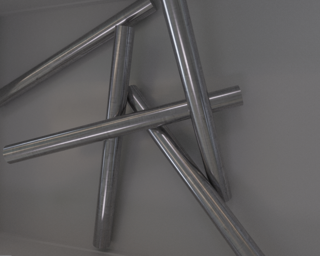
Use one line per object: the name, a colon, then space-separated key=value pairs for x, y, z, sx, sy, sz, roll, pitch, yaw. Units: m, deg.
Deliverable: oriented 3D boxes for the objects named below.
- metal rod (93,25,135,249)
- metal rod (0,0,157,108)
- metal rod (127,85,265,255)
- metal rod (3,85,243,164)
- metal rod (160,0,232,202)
metal rod: x=-0.063 y=0.019 z=0.414 sx=0.025 sy=0.025 sz=0.298 roll=11 pitch=101 yaw=19
metal rod: x=-0.139 y=-0.106 z=0.459 sx=0.300 sy=0.025 sz=0.025 roll=-26 pitch=82 yaw=18
metal rod: x=0.041 y=0.061 z=0.370 sx=0.025 sy=0.025 sz=0.300 roll=-43 pitch=67 yaw=15
metal rod: x=-0.050 y=-0.002 z=0.383 sx=0.301 sy=0.025 sz=0.025 roll=-14 pitch=85 yaw=7
metal rod: x=0.036 y=-0.048 z=0.335 sx=0.025 sy=0.025 sz=0.298 roll=-9 pitch=111 yaw=20
